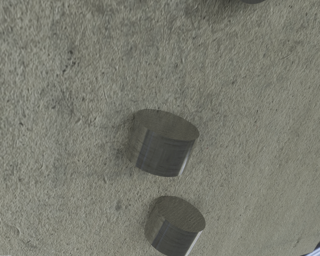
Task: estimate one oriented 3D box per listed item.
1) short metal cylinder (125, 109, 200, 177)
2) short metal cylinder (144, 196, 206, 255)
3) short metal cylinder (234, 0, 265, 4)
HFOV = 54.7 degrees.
[{"bbox_3d":[0.002,0.016,0.382,0.081,0.080,0.050,5,116,-31],"label":"short metal cylinder"},{"bbox_3d":[0.023,0.150,0.476,0.081,0.080,0.050,12,112,-34],"label":"short metal cylinder"},{"bbox_3d":[0.090,-0.178,0.329,0.081,0.050,0.079,-14,124,-21],"label":"short metal cylinder"}]
